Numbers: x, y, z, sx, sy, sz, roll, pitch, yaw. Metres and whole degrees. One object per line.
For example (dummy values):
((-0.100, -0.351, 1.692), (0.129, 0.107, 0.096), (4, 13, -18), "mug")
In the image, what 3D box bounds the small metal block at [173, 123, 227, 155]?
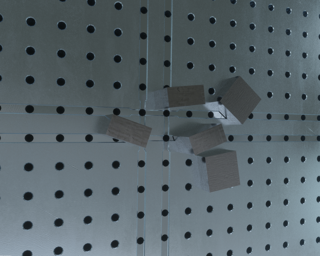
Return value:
((0.053, 0.014, 0.420), (0.050, 0.050, 0.025), (-21, 98, -19), "small metal block")

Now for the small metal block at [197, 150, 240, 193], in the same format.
((0.084, 0.061, 0.445), (0.050, 0.025, 0.050), (-9, 93, -20), "small metal block")

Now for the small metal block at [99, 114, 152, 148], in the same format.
((-0.044, 0.004, 0.384), (0.050, 0.050, 0.025), (20, 83, -19), "small metal block")

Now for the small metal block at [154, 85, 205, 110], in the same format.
((0.025, -0.040, 0.410), (0.050, 0.050, 0.025), (-7, 93, -20), "small metal block")

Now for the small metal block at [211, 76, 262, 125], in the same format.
((0.112, -0.040, 0.456), (0.050, 0.025, 0.050), (43, 76, -15), "small metal block")
